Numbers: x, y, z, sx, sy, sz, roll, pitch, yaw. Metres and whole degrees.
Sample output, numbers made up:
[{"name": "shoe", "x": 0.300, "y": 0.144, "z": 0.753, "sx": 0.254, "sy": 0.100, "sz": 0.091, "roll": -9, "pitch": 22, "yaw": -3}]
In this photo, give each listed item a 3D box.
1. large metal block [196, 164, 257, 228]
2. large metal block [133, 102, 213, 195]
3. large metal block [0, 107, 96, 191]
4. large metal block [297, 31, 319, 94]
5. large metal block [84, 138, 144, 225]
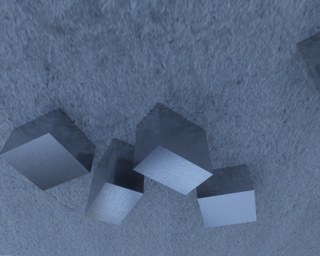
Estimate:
[{"name": "large metal block", "x": 0.103, "y": 0.108, "z": 0.484, "sx": 0.080, "sy": 0.050, "sz": 0.080, "roll": -11, "pitch": 130, "yaw": 8}, {"name": "large metal block", "x": 0.016, "y": 0.026, "z": 0.394, "sx": 0.080, "sy": 0.080, "sz": 0.050, "roll": 30, "pitch": 124, "yaw": -24}, {"name": "large metal block", "x": -0.146, "y": 0.030, "z": 0.415, "sx": 0.080, "sy": 0.050, "sz": 0.080, "roll": -22, "pitch": 127, "yaw": 17}, {"name": "large metal block", "x": 0.209, "y": -0.071, "z": 0.334, "sx": 0.080, "sy": 0.050, "sz": 0.080, "roll": -28, "pitch": 125, "yaw": 21}, {"name": "large metal block", "x": -0.062, "y": 0.075, "z": 0.434, "sx": 0.050, "sy": 0.080, "sz": 0.080, "roll": 21, "pitch": 127, "yaw": -18}]
